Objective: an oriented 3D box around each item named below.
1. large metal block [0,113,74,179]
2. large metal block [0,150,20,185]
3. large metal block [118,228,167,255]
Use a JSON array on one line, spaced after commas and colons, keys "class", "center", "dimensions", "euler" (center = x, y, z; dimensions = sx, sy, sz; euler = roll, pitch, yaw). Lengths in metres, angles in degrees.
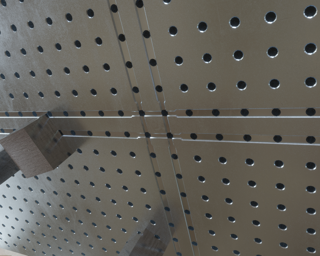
[{"class": "large metal block", "center": [-0.208, 0.032, 0.522], "dimensions": [0.080, 0.050, 0.080], "euler": [-19, 109, 35]}, {"class": "large metal block", "center": [-0.332, 0.090, 0.603], "dimensions": [0.080, 0.080, 0.050], "euler": [-24, 106, 36]}, {"class": "large metal block", "center": [-0.043, 0.235, 0.542], "dimensions": [0.050, 0.080, 0.080], "euler": [41, 129, 0]}]
